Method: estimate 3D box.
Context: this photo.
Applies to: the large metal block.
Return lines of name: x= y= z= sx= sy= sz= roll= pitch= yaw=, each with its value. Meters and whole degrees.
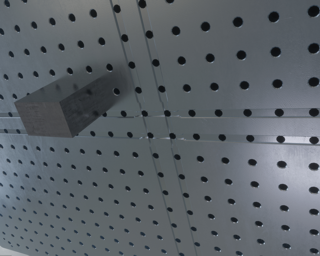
large metal block: x=-0.134 y=-0.029 z=0.429 sx=0.080 sy=0.080 sz=0.050 roll=2 pitch=119 yaw=27
